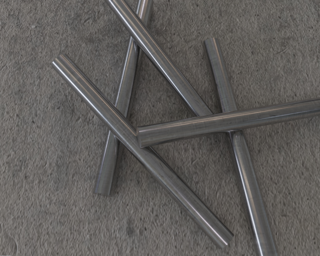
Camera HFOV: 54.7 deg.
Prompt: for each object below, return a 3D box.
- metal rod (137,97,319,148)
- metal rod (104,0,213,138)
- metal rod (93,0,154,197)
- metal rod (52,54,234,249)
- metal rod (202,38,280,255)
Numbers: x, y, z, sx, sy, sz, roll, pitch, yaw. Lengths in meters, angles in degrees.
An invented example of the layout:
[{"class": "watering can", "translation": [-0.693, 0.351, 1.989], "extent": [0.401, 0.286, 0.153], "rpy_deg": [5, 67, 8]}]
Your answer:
[{"class": "metal rod", "translation": [0.121, -0.014, 0.389], "extent": [0.302, 0.025, 0.025], "rpy_deg": [-9, 70, -13]}, {"class": "metal rod", "translation": [-0.014, -0.113, 0.426], "extent": [0.025, 0.025, 0.299], "rpy_deg": [-35, 82, -12]}, {"class": "metal rod", "translation": [-0.046, -0.057, 0.428], "extent": [0.025, 0.025, 0.299], "rpy_deg": [9, 70, 3]}, {"class": "metal rod", "translation": [-0.025, 0.023, 0.377], "extent": [0.025, 0.025, 0.300], "rpy_deg": [-42, 83, -14]}, {"class": "metal rod", "translation": [0.099, 0.014, 0.403], "extent": [0.025, 0.025, 0.299], "rpy_deg": [-9, 70, -3]}]
